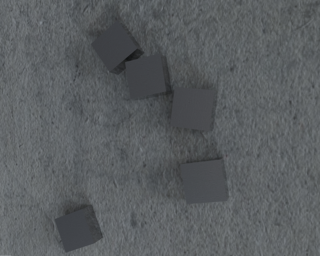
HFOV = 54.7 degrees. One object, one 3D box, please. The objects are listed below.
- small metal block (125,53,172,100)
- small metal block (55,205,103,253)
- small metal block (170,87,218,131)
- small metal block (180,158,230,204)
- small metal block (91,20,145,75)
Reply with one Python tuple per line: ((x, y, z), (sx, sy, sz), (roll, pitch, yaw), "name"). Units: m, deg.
((-0.015, -0.067, 0.413), (0.050, 0.025, 0.050), (-10, 87, 19), "small metal block")
((-0.118, 0.146, 0.449), (0.050, 0.025, 0.050), (-24, 82, 18), "small metal block")
((0.043, -0.024, 0.393), (0.050, 0.025, 0.050), (8, 93, 19), "small metal block")
((0.057, 0.066, 0.389), (0.050, 0.025, 0.050), (-9, 87, 19), "small metal block")
((-0.058, -0.110, 0.428), (0.050, 0.025, 0.050), (-37, 79, 16), "small metal block")
